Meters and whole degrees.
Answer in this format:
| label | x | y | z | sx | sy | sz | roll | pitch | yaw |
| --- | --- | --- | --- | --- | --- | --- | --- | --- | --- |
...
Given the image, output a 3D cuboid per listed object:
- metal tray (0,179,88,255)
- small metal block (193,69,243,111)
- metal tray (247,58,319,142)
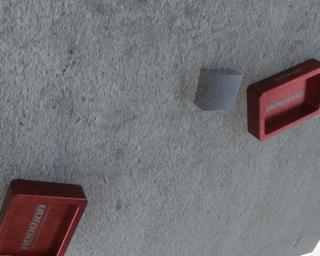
| label | x | y | z | sx | sy | sz | roll | pitch | yaw |
| --- | --- | --- | --- | --- | --- | --- | --- | --- | --- |
| metal tray | -0.159 | 0.130 | 0.396 | 0.091 | 0.030 | 0.129 | 14 | 111 | -34 |
| small metal block | 0.078 | -0.052 | 0.417 | 0.050 | 0.025 | 0.050 | -5 | 121 | -26 |
| metal tray | 0.199 | -0.044 | 0.484 | 0.131 | 0.030 | 0.089 | -24 | 127 | -14 |
